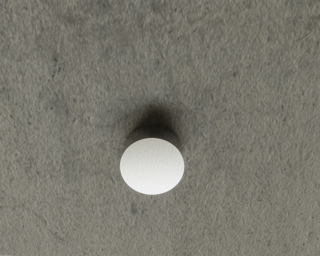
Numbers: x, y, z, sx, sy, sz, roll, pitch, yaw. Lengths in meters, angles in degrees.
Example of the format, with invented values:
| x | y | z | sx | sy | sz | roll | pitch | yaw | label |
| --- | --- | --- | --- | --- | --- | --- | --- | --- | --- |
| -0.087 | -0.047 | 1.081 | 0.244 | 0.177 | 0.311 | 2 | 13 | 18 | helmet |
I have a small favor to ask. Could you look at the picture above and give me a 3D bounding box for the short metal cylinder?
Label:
| x | y | z | sx | sy | sz | roll | pitch | yaw | label |
| --- | --- | --- | --- | --- | --- | --- | --- | --- | --- |
| -0.010 | 0.041 | 0.411 | 0.081 | 0.050 | 0.079 | 0 | 110 | -1 | short metal cylinder |
